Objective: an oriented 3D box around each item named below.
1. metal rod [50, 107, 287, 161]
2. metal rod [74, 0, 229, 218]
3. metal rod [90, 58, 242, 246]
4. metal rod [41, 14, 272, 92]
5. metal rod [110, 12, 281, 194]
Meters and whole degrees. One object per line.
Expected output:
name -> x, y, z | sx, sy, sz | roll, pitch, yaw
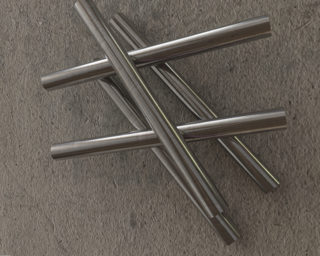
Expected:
metal rod -> -0.004, 0.011, 0.385 | 0.301, 0.025, 0.025 | -9, 87, 19
metal rod -> -0.016, -0.033, 0.362 | 0.025, 0.025, 0.299 | -36, 79, 16
metal rod -> -0.002, 0.022, 0.409 | 0.025, 0.025, 0.300 | -42, 77, 15
metal rod -> -0.019, -0.089, 0.390 | 0.301, 0.025, 0.025 | -10, 87, 19
metal rod -> 0.036, -0.040, 0.396 | 0.025, 0.025, 0.300 | -44, 77, 14
